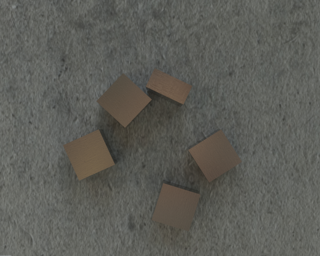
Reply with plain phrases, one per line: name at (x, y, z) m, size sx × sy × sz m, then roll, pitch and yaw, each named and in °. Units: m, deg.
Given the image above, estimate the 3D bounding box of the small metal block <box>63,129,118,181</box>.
small metal block at (-0.091, 0.034, 0.409) m, size 0.050 × 0.025 × 0.050 m, roll -24°, pitch 90°, yaw -1°

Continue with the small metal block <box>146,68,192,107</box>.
small metal block at (0.011, -0.050, 0.398) m, size 0.050 × 0.050 × 0.025 m, roll 25°, pitch 90°, yaw -1°

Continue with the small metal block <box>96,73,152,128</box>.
small metal block at (-0.046, -0.035, 0.409) m, size 0.050 × 0.025 × 0.050 m, roll 43°, pitch 90°, yaw -1°

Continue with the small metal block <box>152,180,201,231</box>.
small metal block at (0.021, 0.102, 0.410) m, size 0.050 × 0.025 × 0.050 m, roll 17°, pitch 90°, yaw -1°

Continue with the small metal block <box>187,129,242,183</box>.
small metal block at (0.071, 0.036, 0.411) m, size 0.050 × 0.025 × 0.050 m, roll -32°, pitch 90°, yaw -1°
